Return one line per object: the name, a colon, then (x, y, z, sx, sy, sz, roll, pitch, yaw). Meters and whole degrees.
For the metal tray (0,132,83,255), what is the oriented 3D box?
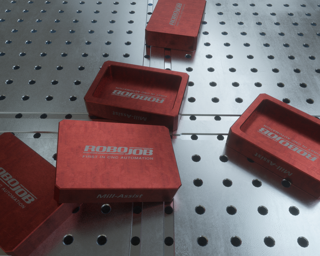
metal tray: (-0.164, 0.069, 0.344, 0.130, 0.030, 0.090, 31, 56, 23)

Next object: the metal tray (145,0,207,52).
metal tray: (0.032, -0.196, 0.570, 0.090, 0.030, 0.130, 10, 51, 8)

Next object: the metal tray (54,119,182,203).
metal tray: (-0.048, 0.037, 0.351, 0.131, 0.030, 0.090, 4, 48, -18)

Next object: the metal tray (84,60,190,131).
metal tray: (-0.030, -0.049, 0.445, 0.131, 0.030, 0.090, 11, 51, 8)

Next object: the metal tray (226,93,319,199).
metal tray: (0.163, 0.017, 0.392, 0.130, 0.030, 0.090, 32, 57, 23)
